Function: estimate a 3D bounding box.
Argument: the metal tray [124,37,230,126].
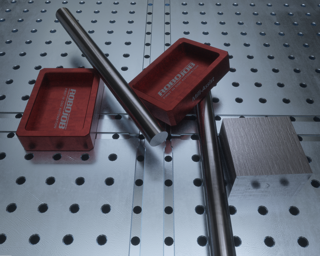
[{"bbox_3d":[0.026,-0.071,0.440,0.090,0.030,0.130,30,64,34],"label":"metal tray"}]

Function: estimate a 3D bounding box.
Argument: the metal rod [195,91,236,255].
[{"bbox_3d":[0.062,0.025,0.387,0.025,0.025,0.300,0,50,0],"label":"metal rod"}]

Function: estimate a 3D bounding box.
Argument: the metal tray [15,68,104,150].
[{"bbox_3d":[-0.131,-0.030,0.427,0.091,0.030,0.130,0,50,0],"label":"metal tray"}]

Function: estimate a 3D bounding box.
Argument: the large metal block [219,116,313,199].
[{"bbox_3d":[0.117,0.034,0.365,0.081,0.050,0.080,-2,50,-2],"label":"large metal block"}]

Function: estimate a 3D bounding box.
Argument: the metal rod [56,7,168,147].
[{"bbox_3d":[-0.081,-0.088,0.441,0.025,0.025,0.300,-26,57,-20],"label":"metal rod"}]
